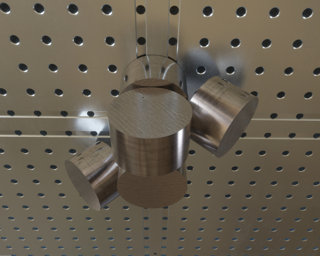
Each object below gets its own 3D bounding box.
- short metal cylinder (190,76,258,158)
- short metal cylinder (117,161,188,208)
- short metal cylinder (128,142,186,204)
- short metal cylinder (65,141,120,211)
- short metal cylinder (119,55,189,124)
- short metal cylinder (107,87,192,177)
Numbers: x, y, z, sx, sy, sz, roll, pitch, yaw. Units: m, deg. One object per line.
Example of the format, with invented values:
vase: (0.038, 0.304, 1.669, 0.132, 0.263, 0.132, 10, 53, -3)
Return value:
short metal cylinder: (0.068, -0.013, 0.356, 0.050, 0.081, 0.079, 35, 134, 24)
short metal cylinder: (-0.009, 0.052, 0.373, 0.081, 0.050, 0.079, 0, 130, 0)
short metal cylinder: (-0.005, 0.066, 0.451, 0.081, 0.050, 0.079, -1, 131, 0)
short metal cylinder: (-0.085, 0.065, 0.422, 0.050, 0.080, 0.079, -33, 139, -31)
short metal cylinder: (-0.008, -0.037, 0.363, 0.081, 0.050, 0.079, 0, 131, 0)
short metal cylinder: (-0.010, 0.002, 0.310, 0.081, 0.080, 0.050, 0, 130, -1)
